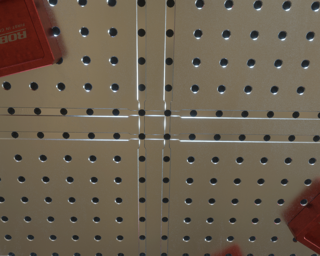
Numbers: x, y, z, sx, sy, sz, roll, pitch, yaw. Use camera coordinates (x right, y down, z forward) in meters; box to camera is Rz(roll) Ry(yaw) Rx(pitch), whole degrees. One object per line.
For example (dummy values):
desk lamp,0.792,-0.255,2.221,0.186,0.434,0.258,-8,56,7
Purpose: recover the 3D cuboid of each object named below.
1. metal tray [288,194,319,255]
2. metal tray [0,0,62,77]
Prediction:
metal tray,0.277,0.159,0.473,0.130,0.030,0.090,33,106,-12
metal tray,-0.197,-0.107,0.368,0.131,0.030,0.089,-13,110,4
